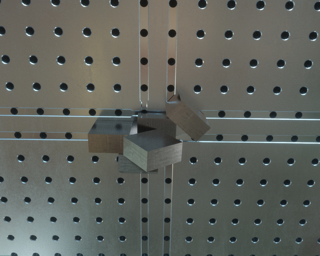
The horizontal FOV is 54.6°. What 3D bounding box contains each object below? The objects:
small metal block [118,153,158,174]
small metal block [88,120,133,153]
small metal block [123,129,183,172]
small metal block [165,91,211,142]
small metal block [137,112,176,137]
[{"bbox_3d":[-0.028,0.047,0.415,0.050,0.050,0.025,1,79,0],"label":"small metal block"},{"bbox_3d":[-0.062,0.011,0.403,0.050,0.050,0.025,2,111,0],"label":"small metal block"},{"bbox_3d":[-0.009,0.025,0.372,0.050,0.050,0.025,-13,115,-35],"label":"small metal block"},{"bbox_3d":[0.034,-0.016,0.394,0.050,0.050,0.025,41,104,-14],"label":"small metal block"},{"bbox_3d":[-0.005,0.007,0.416,0.050,0.025,0.050,1,110,-2],"label":"small metal block"}]
